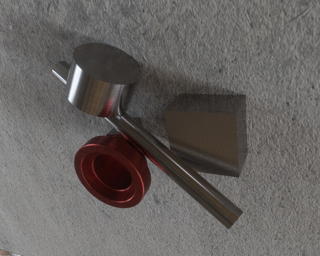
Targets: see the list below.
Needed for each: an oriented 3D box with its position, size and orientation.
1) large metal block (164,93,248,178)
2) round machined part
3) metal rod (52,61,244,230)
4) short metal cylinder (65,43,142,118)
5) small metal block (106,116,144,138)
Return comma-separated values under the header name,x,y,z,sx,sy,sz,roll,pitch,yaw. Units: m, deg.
name,x,y,z,sx,sy,sz,roll,pitch,yaw
large metal block,0.057,0.006,0.365,0.080,0.050,0.079,4,121,25
round machined part,-0.055,0.050,0.392,0.098,0.042,0.097,13,125,20
metal rod,-0.028,0.008,0.379,0.300,0.025,0.025,40,130,19
short metal cylinder,-0.068,-0.058,0.371,0.080,0.080,0.050,33,128,6
small metal block,-0.042,0.018,0.425,0.025,0.050,0.050,-2,118,29
